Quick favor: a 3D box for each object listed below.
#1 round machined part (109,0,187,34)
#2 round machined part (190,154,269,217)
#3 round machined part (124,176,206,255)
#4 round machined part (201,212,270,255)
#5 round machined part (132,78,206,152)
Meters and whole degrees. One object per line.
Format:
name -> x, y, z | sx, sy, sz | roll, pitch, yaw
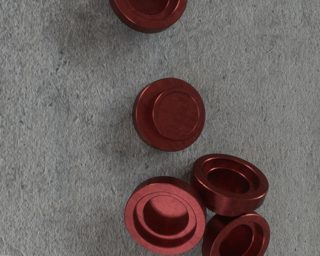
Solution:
round machined part -> -0.018, -0.168, 0.393 | 0.099, 0.042, 0.097 | 0, 90, -20
round machined part -> 0.088, 0.078, 0.409 | 0.099, 0.098, 0.042 | -1, 119, -20
round machined part -> 0.009, 0.104, 0.387 | 0.098, 0.042, 0.097 | 3, 107, 10
round machined part -> 0.099, 0.152, 0.428 | 0.099, 0.042, 0.097 | -8, 109, -23
round machined part -> 0.016, -0.017, 0.406 | 0.099, 0.042, 0.097 | 0, 90, -20
